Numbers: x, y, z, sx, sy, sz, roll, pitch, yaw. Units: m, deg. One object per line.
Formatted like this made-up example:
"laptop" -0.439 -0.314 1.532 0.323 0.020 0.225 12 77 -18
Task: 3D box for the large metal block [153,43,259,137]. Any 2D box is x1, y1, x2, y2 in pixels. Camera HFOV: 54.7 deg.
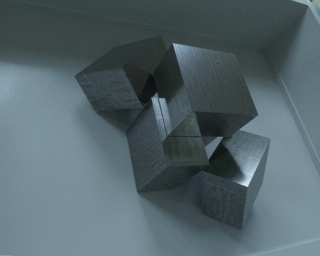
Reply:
"large metal block" 0.046 -0.038 0.332 0.081 0.050 0.080 2 61 -27

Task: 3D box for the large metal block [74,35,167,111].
"large metal block" -0.040 -0.066 0.377 0.080 0.080 0.050 -51 127 -39

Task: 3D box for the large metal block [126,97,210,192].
"large metal block" 0.004 0.021 0.358 0.050 0.080 0.080 1 61 -28

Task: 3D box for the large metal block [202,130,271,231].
"large metal block" 0.090 0.059 0.371 0.050 0.080 0.080 18 45 26

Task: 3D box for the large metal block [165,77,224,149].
"large metal block" 0.041 -0.022 0.402 0.050 0.080 0.080 1 61 -28
